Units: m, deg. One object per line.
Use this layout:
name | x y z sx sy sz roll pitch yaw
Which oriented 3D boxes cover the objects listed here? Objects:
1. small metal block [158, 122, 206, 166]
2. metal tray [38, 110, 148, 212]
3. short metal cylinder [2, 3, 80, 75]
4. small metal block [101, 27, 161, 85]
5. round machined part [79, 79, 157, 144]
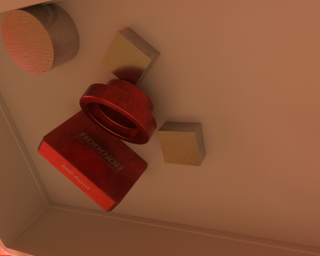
small metal block | 0.029 0.020 0.405 0.050 0.025 0.050 2 120 26
metal tray | -0.091 0.043 0.438 0.130 0.090 0.030 41 129 -1
short metal cylinder | -0.153 -0.115 0.399 0.080 0.050 0.079 13 124 20
small metal block | -0.036 -0.084 0.374 0.050 0.025 0.050 40 129 0
round machined part | -0.047 -0.024 0.389 0.098 0.042 0.098 24 156 12
